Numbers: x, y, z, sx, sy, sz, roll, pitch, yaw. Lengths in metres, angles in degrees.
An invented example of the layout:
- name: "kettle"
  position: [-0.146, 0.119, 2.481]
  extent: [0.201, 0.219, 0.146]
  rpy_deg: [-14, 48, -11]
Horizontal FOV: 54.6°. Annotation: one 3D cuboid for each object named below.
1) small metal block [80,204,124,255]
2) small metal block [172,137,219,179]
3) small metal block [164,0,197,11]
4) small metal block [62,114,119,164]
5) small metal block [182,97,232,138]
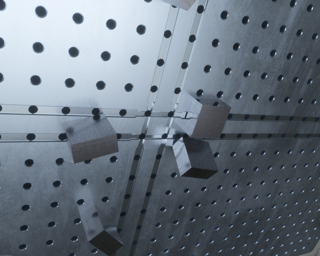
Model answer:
- name: "small metal block"
  position: [-0.083, 0.145, 0.439]
  extent: [0.025, 0.050, 0.050]
  rpy_deg: [-37, 129, -4]
- name: "small metal block"
  position: [0.050, 0.043, 0.445]
  extent: [0.050, 0.050, 0.025]
  rpy_deg: [12, 138, -33]
- name: "small metal block"
  position: [0.009, -0.148, 0.308]
  extent: [0.050, 0.050, 0.025]
  rpy_deg: [34, 99, -39]
- name: "small metal block"
  position: [-0.081, 0.011, 0.357]
  extent: [0.050, 0.050, 0.025]
  rpy_deg: [-14, 124, -20]
- name: "small metal block"
  position: [0.066, -0.013, 0.438]
  extent: [0.050, 0.025, 0.050]
  rpy_deg: [2, 117, -30]
